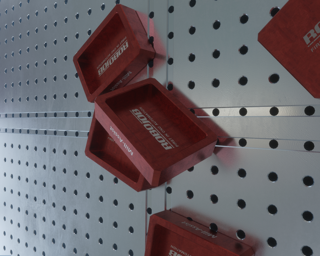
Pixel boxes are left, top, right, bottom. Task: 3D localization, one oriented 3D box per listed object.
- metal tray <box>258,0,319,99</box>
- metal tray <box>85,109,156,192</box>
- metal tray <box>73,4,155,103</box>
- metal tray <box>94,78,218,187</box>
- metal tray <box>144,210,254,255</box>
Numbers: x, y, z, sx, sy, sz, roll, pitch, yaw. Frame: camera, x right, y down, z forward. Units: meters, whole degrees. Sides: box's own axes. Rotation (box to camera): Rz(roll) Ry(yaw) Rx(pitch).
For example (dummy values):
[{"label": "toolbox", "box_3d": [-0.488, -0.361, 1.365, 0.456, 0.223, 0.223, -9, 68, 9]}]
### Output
[{"label": "metal tray", "box_3d": [0.164, -0.099, 0.271, 0.129, 0.030, 0.090, -48, 62, 29]}, {"label": "metal tray", "box_3d": [-0.052, 0.023, 0.449, 0.130, 0.030, 0.089, 26, 106, 37]}, {"label": "metal tray", "box_3d": [-0.074, -0.107, 0.468, 0.130, 0.030, 0.090, -37, 68, 34]}, {"label": "metal tray", "box_3d": [-0.008, -0.002, 0.372, 0.130, 0.091, 0.030, 46, 146, 30]}, {"label": "metal tray", "box_3d": [0.040, 0.165, 0.374, 0.130, 0.030, 0.089, 13, 99, 39]}]
